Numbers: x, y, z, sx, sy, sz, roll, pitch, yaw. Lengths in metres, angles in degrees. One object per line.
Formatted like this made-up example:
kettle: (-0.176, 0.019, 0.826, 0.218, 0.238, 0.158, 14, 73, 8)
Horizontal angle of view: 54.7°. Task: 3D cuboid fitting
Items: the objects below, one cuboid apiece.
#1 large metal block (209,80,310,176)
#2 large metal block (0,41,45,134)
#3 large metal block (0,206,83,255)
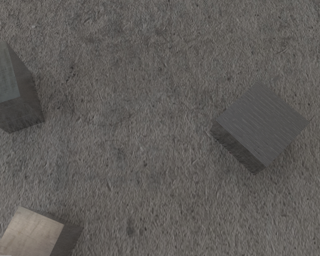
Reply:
large metal block: (0.123, 0.000, 0.395, 0.080, 0.050, 0.080, -42, 75, -14)
large metal block: (-0.195, -0.049, 0.395, 0.050, 0.080, 0.080, -20, 71, -7)
large metal block: (-0.131, 0.134, 0.329, 0.050, 0.080, 0.080, 20, 71, 7)
